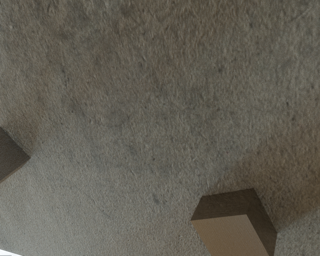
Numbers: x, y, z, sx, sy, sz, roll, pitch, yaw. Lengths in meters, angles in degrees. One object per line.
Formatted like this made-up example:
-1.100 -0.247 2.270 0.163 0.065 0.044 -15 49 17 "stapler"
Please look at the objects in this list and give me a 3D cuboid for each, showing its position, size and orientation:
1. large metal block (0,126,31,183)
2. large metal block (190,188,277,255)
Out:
-0.302 0.057 0.563 0.080 0.080 0.050 49 128 -7 "large metal block"
0.101 0.134 0.420 0.080 0.050 0.080 -19 109 35 "large metal block"
